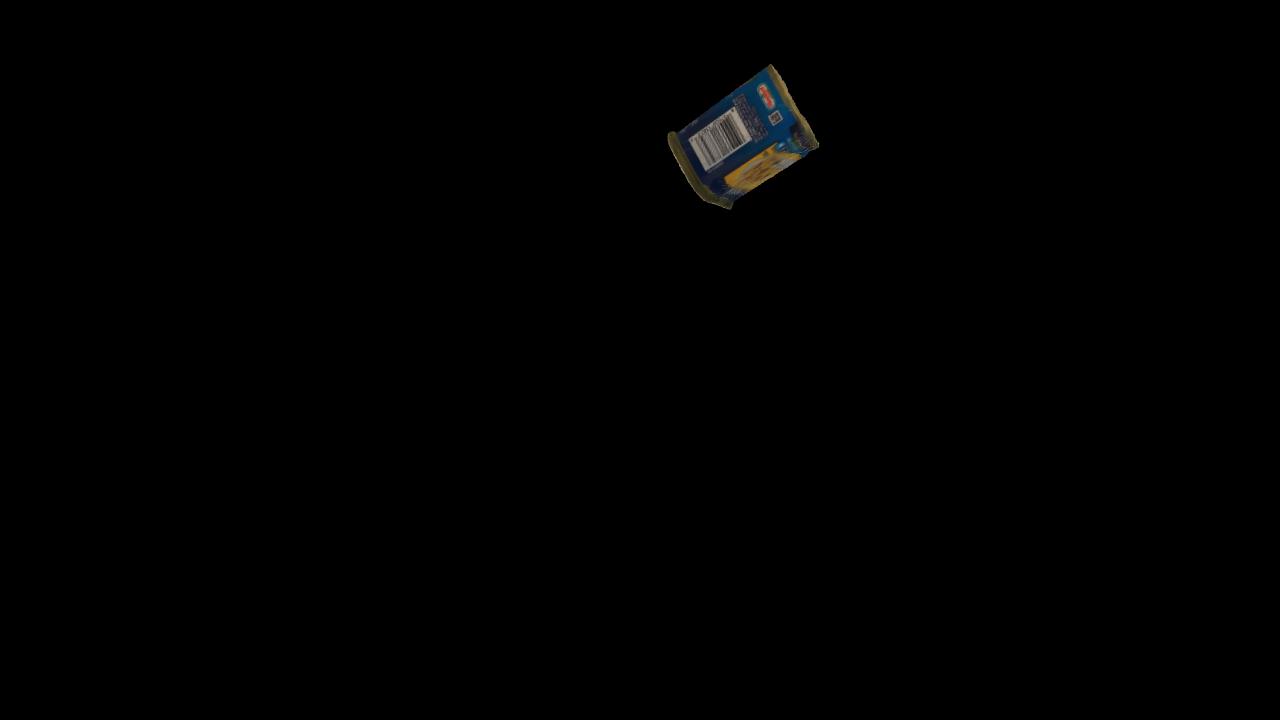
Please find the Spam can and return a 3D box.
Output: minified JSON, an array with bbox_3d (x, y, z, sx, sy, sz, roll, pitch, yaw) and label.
[{"bbox_3d":[0.080,-0.162,0.459,0.085,0.058,0.101,-29,-3,24],"label":"Spam can"}]
